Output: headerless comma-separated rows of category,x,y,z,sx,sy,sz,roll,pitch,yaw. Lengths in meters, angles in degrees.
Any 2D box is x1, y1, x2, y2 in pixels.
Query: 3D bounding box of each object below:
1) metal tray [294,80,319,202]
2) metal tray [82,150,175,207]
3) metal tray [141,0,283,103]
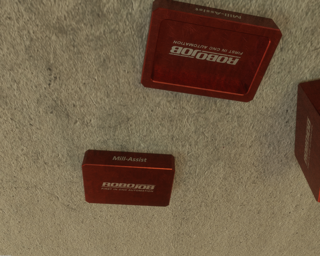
metal tray,0.198,0.017,0.380,0.030,0.090,0.129,-11,130,9
metal tray,-0.047,0.078,0.470,0.131,0.030,0.089,4,130,-4
metal tray,0.050,-0.080,0.335,0.131,0.030,0.089,8,130,-7
